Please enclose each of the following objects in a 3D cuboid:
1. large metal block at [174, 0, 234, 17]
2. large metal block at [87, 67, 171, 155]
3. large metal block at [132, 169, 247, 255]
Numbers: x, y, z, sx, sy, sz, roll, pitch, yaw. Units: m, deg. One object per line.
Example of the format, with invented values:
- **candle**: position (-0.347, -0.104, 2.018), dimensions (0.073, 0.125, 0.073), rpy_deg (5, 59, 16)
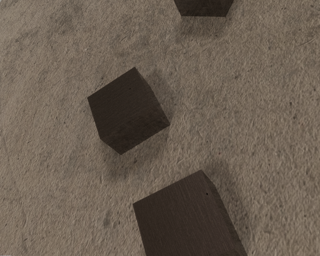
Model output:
- **large metal block**: position (0.074, -0.223, 0.485), dimensions (0.080, 0.050, 0.080), rpy_deg (15, 69, 33)
- **large metal block**: position (-0.044, -0.024, 0.424), dimensions (0.080, 0.050, 0.080), rpy_deg (-32, 52, 7)
- **large metal block**: position (0.028, 0.101, 0.310), dimensions (0.080, 0.050, 0.080), rpy_deg (-29, 52, 10)
